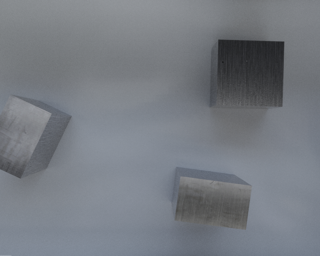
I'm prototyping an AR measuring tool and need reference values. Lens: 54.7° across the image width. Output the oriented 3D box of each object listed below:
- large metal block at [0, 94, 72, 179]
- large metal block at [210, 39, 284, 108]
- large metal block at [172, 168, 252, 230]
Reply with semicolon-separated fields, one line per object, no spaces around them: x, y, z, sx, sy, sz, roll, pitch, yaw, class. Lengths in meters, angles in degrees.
-0.160;0.009;0.382;0.050;0.080;0.080;25;90;-1;large metal block
0.110;-0.067;0.400;0.081;0.050;0.079;2;90;-1;large metal block
0.059;0.083;0.385;0.081;0.080;0.050;8;90;-1;large metal block
